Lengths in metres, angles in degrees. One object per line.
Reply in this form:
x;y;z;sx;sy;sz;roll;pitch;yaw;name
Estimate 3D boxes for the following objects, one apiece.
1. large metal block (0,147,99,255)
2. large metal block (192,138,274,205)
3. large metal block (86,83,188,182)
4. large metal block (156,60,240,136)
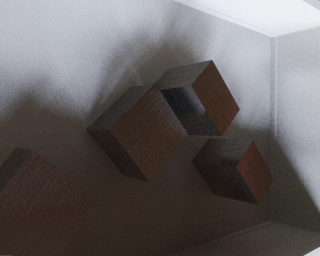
-0.120;0.075;0.290;0.080;0.050;0.080;46;63;-30;large metal block
0.108;0.062;0.462;0.050;0.080;0.080;-50;120;-28;large metal block
-0.024;0.005;0.370;0.080;0.050;0.080;-49;119;-29;large metal block
0.044;-0.036;0.407;0.050;0.080;0.080;-51;120;-28;large metal block
